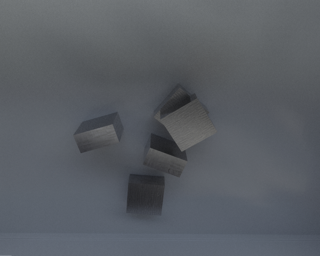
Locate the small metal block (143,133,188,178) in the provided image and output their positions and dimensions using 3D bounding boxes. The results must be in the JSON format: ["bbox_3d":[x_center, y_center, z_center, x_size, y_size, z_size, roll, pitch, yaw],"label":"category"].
[{"bbox_3d":[0.006,0.035,0.411,0.050,0.050,0.025,21,109,-8],"label":"small metal block"}]

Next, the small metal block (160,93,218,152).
[{"bbox_3d":[0.035,-0.007,0.383,0.050,0.025,0.050,-30,108,10],"label":"small metal block"}]

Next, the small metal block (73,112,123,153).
[{"bbox_3d":[-0.077,0.005,0.399,0.050,0.050,0.025,-15,110,5],"label":"small metal block"}]

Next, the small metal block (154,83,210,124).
[{"bbox_3d":[0.027,-0.021,0.404,0.050,0.025,0.050,38,105,-13],"label":"small metal block"}]

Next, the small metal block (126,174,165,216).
[{"bbox_3d":[-0.021,0.096,0.447,0.050,0.025,0.050,5,110,-3],"label":"small metal block"}]
